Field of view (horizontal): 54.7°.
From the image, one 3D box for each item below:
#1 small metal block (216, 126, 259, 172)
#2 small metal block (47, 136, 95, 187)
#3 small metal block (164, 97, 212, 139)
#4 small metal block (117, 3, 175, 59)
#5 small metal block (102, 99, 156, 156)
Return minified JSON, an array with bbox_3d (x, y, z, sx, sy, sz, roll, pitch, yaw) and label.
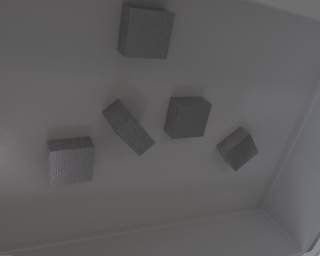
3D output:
[{"bbox_3d":[0.125,0.034,0.498,0.050,0.025,0.050,-39,129,-2],"label":"small metal block"},{"bbox_3d":[-0.108,0.040,0.374,0.050,0.025,0.050,-5,121,-26],"label":"small metal block"},{"bbox_3d":[0.037,-0.014,0.420,0.050,0.025,0.050,-3,120,-27],"label":"small metal block"},{"bbox_3d":[-0.016,-0.104,0.336,0.050,0.025,0.050,-4,120,-27],"label":"small metal block"},{"bbox_3d":[-0.038,-0.001,0.371,0.025,0.050,0.050,-41,129,-1],"label":"small metal block"}]
